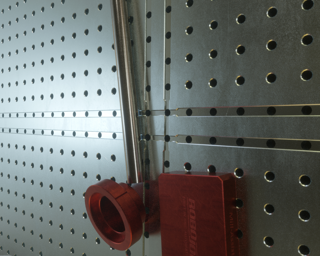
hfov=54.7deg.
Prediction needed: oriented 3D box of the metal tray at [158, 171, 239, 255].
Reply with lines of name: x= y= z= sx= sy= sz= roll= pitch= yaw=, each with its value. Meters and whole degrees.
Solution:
metal tray: x=0.044 y=0.119 z=0.368 sx=0.090 sy=0.030 sz=0.129 roll=-4 pitch=87 yaw=39

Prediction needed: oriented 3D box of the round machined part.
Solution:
round machined part: x=-0.058 y=0.115 z=0.432 sx=0.098 sy=0.042 sz=0.097 roll=20 pitch=121 yaw=38

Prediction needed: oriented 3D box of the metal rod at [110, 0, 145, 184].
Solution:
metal rod: x=-0.049 y=-0.071 z=0.447 sx=0.025 sy=0.025 sz=0.298 roll=-10 pitch=84 yaw=39
